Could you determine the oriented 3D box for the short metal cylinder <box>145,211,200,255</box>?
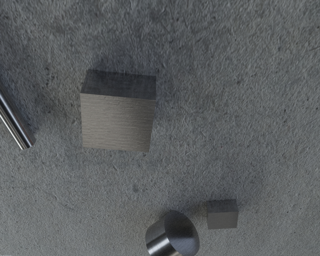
[{"bbox_3d":[0.022,0.192,0.535,0.080,0.080,0.050,32,123,-25],"label":"short metal cylinder"}]

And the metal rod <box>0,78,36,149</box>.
[{"bbox_3d":[-0.206,-0.091,0.326,0.025,0.025,0.298,-8,130,6],"label":"metal rod"}]

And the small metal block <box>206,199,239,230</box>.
[{"bbox_3d":[0.107,0.150,0.537,0.050,0.025,0.050,-4,130,3],"label":"small metal block"}]

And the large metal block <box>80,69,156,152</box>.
[{"bbox_3d":[-0.049,-0.019,0.374,0.081,0.050,0.079,5,130,-5],"label":"large metal block"}]
